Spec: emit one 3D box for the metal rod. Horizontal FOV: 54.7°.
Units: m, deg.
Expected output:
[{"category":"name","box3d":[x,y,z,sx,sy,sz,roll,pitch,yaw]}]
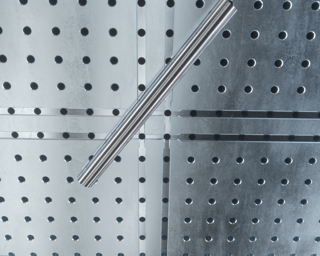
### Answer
[{"category":"metal rod","box3d":[-0.013,-0.035,0.400,0.025,0.025,0.299,37,106,-13]}]
